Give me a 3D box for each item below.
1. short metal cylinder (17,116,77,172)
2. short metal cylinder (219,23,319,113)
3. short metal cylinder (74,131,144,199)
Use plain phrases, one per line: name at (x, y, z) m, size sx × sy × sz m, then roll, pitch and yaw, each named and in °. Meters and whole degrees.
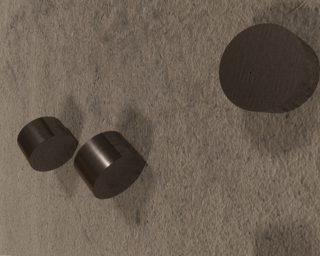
short metal cylinder at (-0.190, 0.027, 0.523) m, size 0.050 × 0.081 × 0.080 m, roll 45°, pitch 117°, yaw 30°
short metal cylinder at (0.105, -0.055, 0.301) m, size 0.080 × 0.050 × 0.079 m, roll 0°, pitch 90°, yaw 39°
short metal cylinder at (-0.069, 0.051, 0.424) m, size 0.050 × 0.081 × 0.080 m, roll 44°, pitch 116°, yaw 31°
